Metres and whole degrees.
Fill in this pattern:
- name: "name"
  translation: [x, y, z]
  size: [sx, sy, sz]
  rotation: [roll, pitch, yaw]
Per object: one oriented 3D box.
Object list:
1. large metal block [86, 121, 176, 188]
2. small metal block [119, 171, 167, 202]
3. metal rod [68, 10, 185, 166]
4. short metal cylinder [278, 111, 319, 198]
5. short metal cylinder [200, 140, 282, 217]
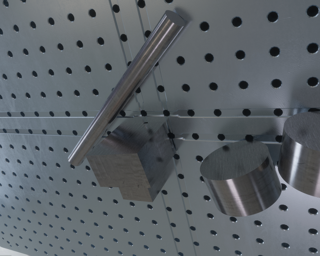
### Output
- name: "large metal block"
  translation: [-0.036, 0.035, 0.416]
  size: [0.080, 0.080, 0.050]
  rotation: [-5, 116, 30]
- name: "small metal block"
  translation: [-0.025, 0.082, 0.459]
  size: [0.050, 0.050, 0.025]
  rotation: [-2, 117, 29]
- name: "metal rod"
  translation: [-0.063, -0.032, 0.424]
  size: [0.025, 0.025, 0.298]
  rotation: [42, 129, -1]
- name: "short metal cylinder"
  translation: [0.162, 0.024, 0.305]
  size: [0.080, 0.080, 0.050]
  rotation: [10, 123, 23]
- name: "short metal cylinder"
  translation: [0.094, 0.056, 0.361]
  size: [0.080, 0.080, 0.050]
  rotation: [-13, 112, 33]
